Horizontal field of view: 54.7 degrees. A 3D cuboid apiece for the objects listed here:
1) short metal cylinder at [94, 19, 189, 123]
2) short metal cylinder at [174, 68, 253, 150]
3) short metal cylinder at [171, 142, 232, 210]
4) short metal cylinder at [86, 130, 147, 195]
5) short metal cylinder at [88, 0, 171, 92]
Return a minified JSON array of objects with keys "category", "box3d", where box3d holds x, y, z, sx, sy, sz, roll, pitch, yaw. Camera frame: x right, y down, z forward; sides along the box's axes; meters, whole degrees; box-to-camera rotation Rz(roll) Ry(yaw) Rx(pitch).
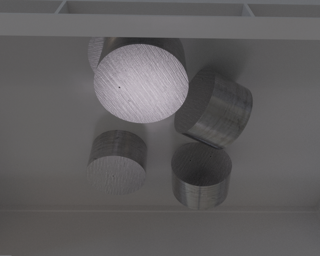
[{"category":"short metal cylinder","box3d":[-0.016,-0.051,0.283,0.081,0.050,0.079,0,131,0]},{"category":"short metal cylinder","box3d":[0.059,-0.021,0.355,0.050,0.080,0.080,24,126,-19]},{"category":"short metal cylinder","box3d":[0.056,0.065,0.429,0.080,0.080,0.050,-2,130,1]},{"category":"short metal cylinder","box3d":[-0.059,0.049,0.434,0.081,0.050,0.079,0,130,0]},{"category":"short metal cylinder","box3d":[-0.030,-0.084,0.320,0.081,0.050,0.079,0,130,0]}]
